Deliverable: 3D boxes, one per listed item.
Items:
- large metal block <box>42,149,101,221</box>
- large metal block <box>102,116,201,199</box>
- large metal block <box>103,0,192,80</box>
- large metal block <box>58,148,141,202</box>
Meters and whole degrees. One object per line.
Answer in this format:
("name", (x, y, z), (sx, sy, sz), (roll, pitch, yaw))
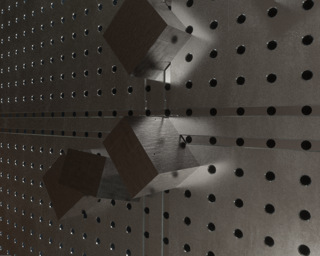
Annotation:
("large metal block", (-0.139, 0.091, 0.505), (0.080, 0.050, 0.080), (-44, 64, 31))
("large metal block", (-0.010, 0.032, 0.380), (0.050, 0.081, 0.080), (-47, 62, 30))
("large metal block", (-0.019, -0.122, 0.407), (0.080, 0.050, 0.080), (-48, 62, 29))
("large metal block", (-0.077, 0.065, 0.428), (0.080, 0.080, 0.050), (7, 80, 39))
